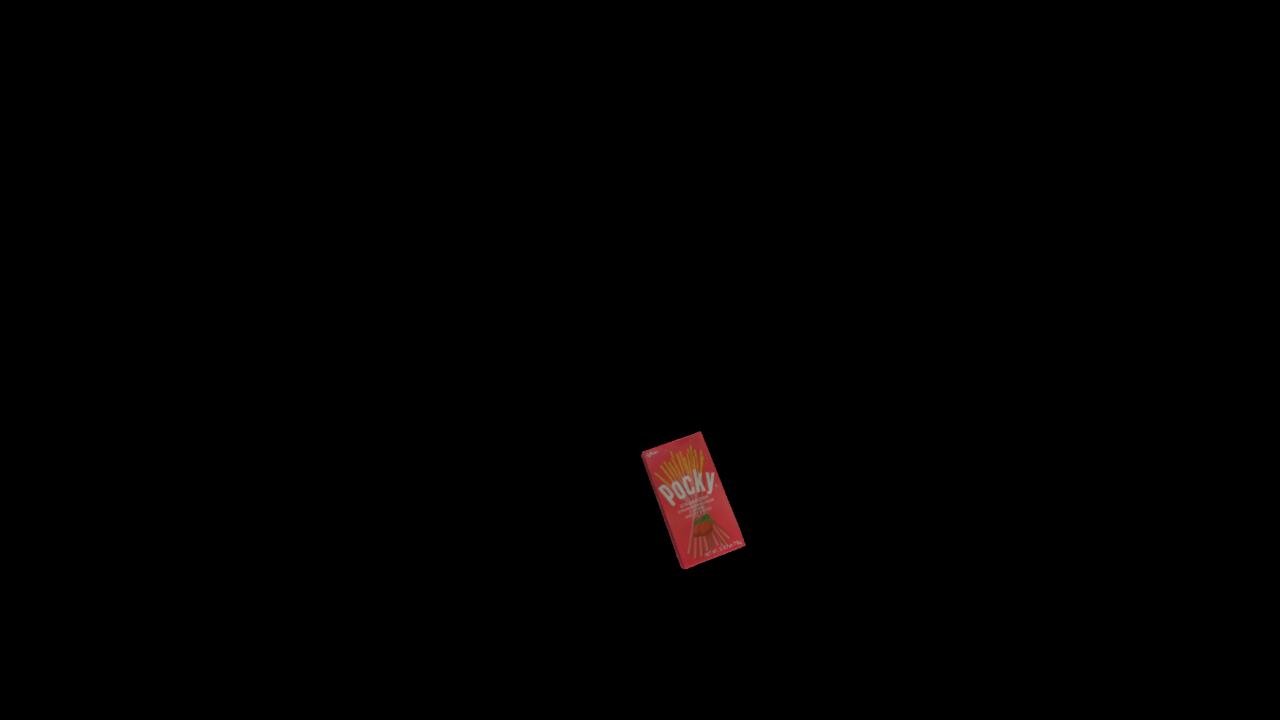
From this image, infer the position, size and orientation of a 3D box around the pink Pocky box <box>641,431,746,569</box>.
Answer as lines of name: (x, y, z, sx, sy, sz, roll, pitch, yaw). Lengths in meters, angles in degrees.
pink Pocky box: (0.066, 0.176, 0.783, 0.084, 0.155, 0.029, -18, -16, -9)
